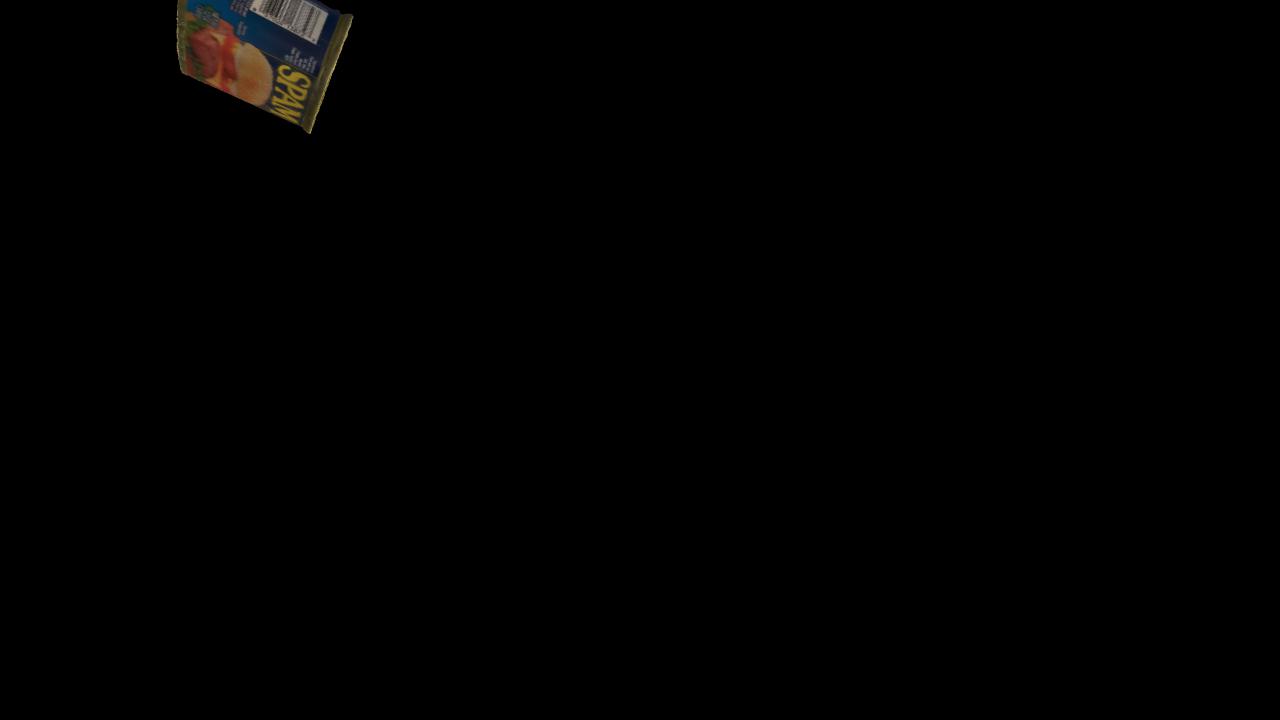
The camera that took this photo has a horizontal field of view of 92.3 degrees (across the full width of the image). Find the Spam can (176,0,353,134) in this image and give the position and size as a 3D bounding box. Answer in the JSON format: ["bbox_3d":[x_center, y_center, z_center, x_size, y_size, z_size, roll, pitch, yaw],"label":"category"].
[{"bbox_3d":[-0.254,-0.213,0.416,0.085,0.058,0.101,21,-21,-32],"label":"Spam can"}]
